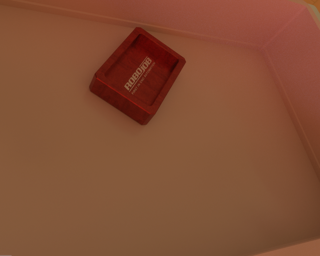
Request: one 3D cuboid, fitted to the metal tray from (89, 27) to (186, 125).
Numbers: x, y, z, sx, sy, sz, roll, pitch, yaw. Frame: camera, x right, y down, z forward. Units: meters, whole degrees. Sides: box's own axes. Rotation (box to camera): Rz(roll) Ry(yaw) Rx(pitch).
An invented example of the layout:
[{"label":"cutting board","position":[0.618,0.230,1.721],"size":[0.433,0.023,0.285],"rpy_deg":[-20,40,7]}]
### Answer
[{"label":"metal tray","position":[-0.026,-0.077,0.436],"size":[0.090,0.030,0.130],"rpy_deg":[34,51,-6]}]
